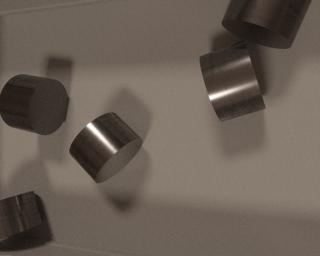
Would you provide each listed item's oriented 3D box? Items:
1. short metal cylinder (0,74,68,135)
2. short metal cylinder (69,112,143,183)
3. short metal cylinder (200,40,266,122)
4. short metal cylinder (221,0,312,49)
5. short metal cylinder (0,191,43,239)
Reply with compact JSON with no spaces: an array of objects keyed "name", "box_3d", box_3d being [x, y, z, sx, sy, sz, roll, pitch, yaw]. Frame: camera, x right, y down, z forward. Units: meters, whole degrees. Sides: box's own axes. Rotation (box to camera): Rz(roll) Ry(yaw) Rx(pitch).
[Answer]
[{"name":"short metal cylinder","box_3d":[-0.177,-0.034,0.442,0.050,0.080,0.079,12,94,19]},{"name":"short metal cylinder","box_3d":[-0.069,0.026,0.405,0.050,0.080,0.080,44,103,14]},{"name":"short metal cylinder","box_3d":[0.083,-0.052,0.352,0.050,0.080,0.080,-18,84,19]},{"name":"short metal cylinder","box_3d":[0.115,-0.126,0.341,0.080,0.080,0.050,24,98,18]},{"name":"short metal cylinder","box_3d":[-0.222,0.130,0.457,0.080,0.080,0.050,-21,83,18]}]
